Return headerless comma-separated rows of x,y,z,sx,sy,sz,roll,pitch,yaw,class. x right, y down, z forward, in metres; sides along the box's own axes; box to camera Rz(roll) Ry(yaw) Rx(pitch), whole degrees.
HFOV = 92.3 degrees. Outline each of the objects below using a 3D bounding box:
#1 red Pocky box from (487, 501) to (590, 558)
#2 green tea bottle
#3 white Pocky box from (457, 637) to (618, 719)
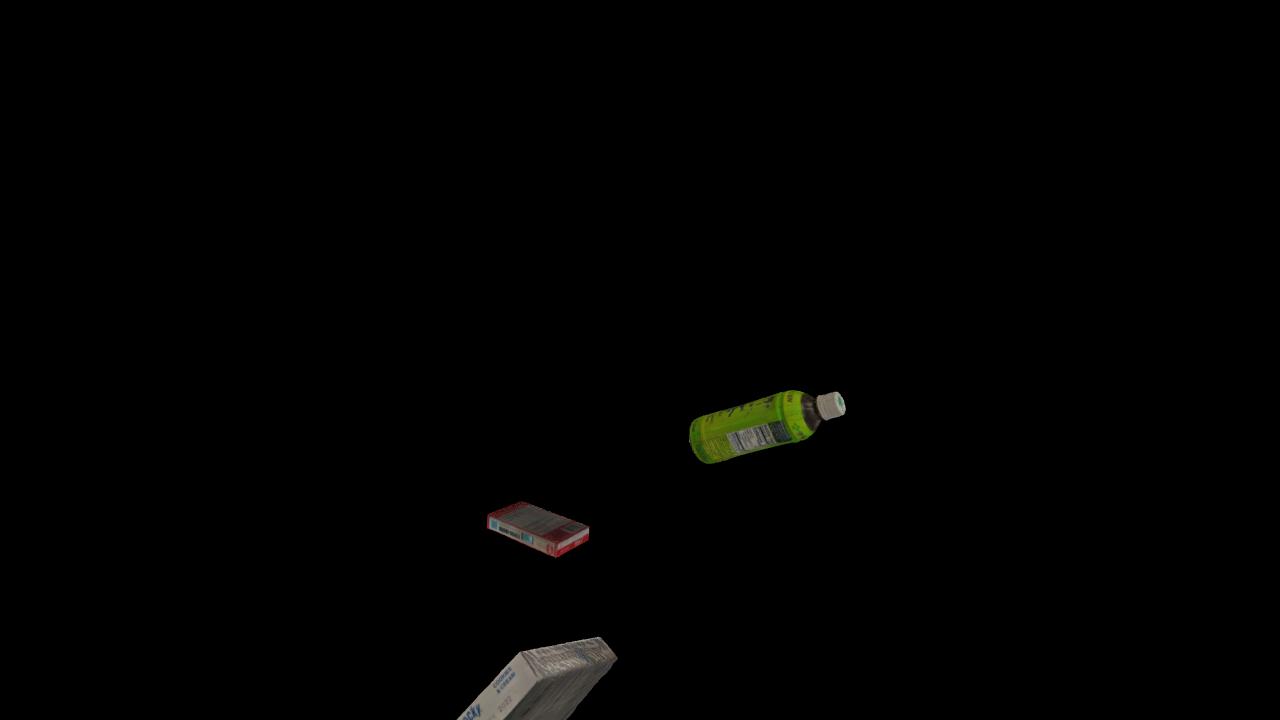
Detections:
-0.166,0.273,1.000,0.155,0.028,0.083,10,12,33,red Pocky box
0.167,0.086,0.817,0.212,0.073,0.073,-19,-12,36,green tea bottle
-0.076,0.254,0.467,0.028,0.084,0.154,41,-4,27,white Pocky box
